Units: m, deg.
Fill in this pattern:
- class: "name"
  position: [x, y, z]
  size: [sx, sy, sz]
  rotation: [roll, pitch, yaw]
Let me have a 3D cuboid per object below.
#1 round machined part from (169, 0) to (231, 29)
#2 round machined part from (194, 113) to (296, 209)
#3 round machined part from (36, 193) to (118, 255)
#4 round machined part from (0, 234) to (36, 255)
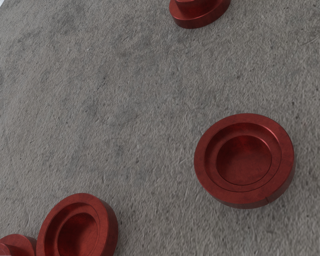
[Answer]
- class: "round machined part"
  position: [0.059, -0.209, 0.490]
  size: [0.098, 0.042, 0.098]
  rotation: [-13, 56, 21]
- class: "round machined part"
  position: [0.089, 0.037, 0.324]
  size: [0.098, 0.042, 0.098]
  rotation: [-13, 56, 21]
- class: "round machined part"
  position: [-0.091, 0.129, 0.361]
  size: [0.098, 0.042, 0.098]
  rotation: [-13, 56, 21]
- class: "round machined part"
  position: [-0.196, 0.182, 0.384]
  size: [0.098, 0.042, 0.098]
  rotation: [-13, 56, 21]
